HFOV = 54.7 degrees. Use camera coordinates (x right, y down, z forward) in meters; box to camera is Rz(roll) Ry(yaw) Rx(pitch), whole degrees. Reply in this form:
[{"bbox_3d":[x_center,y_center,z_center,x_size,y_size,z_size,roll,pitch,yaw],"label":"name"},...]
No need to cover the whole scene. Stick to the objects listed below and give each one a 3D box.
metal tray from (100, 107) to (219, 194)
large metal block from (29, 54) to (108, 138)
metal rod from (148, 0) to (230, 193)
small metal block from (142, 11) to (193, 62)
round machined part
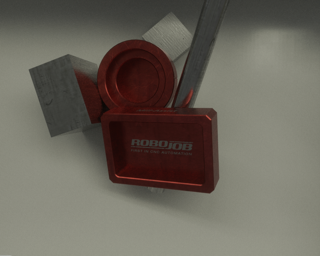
[{"bbox_3d":[0.000,0.023,0.360,0.130,0.030,0.089,2,108,21],"label":"metal tray"},{"bbox_3d":[-0.103,-0.037,0.378,0.050,0.080,0.080,-18,90,11],"label":"large metal block"},{"bbox_3d":[0.034,-0.051,0.353,0.025,0.025,0.298,17,114,-1],"label":"metal rod"},{"bbox_3d":[0.012,-0.116,0.412,0.050,0.025,0.050,-41,91,-1],"label":"small metal block"},{"bbox_3d":[-0.026,-0.060,0.394,0.098,0.042,0.097,2,98,13],"label":"round machined part"}]
